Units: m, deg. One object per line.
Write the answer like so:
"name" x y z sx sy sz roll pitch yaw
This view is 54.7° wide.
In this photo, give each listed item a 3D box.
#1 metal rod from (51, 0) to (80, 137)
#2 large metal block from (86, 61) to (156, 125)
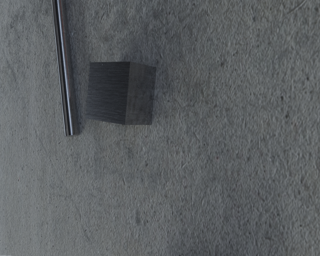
"metal rod" -0.169 -0.134 0.540 0.025 0.025 0.298 -13 82 39
"large metal block" -0.055 -0.048 0.432 0.080 0.050 0.079 9 96 39
